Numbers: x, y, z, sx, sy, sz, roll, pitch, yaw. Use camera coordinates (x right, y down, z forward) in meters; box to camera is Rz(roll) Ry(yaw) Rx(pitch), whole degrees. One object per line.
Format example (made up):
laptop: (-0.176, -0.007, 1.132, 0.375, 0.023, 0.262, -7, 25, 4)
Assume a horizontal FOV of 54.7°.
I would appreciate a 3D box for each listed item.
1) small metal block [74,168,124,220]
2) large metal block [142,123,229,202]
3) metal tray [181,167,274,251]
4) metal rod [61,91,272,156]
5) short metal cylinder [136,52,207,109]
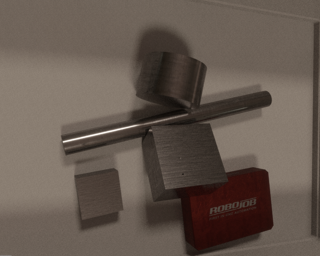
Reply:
small metal block: (-0.076, 0.080, 0.383, 0.050, 0.025, 0.050, -9, 93, -20)
large metal block: (0.028, 0.043, 0.392, 0.081, 0.050, 0.080, -3, 62, -20)
metal tray: (0.098, 0.112, 0.446, 0.131, 0.030, 0.089, -8, 93, -20)
metal rod: (0.023, -0.012, 0.420, 0.302, 0.025, 0.025, -13, 95, -20)
short metal cylinder: (0.014, -0.057, 0.388, 0.081, 0.080, 0.050, 13, 86, -20)
